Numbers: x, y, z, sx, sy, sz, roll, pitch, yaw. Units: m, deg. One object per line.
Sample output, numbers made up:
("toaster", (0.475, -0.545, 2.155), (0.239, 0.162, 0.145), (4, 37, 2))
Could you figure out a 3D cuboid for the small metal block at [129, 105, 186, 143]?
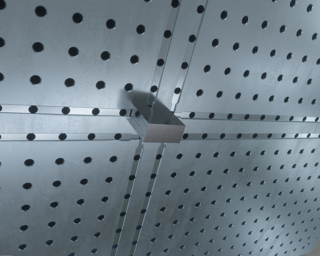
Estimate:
("small metal block", (-0.004, -0.005, 0.389), (0.050, 0.050, 0.025), (3, 117, -30))
